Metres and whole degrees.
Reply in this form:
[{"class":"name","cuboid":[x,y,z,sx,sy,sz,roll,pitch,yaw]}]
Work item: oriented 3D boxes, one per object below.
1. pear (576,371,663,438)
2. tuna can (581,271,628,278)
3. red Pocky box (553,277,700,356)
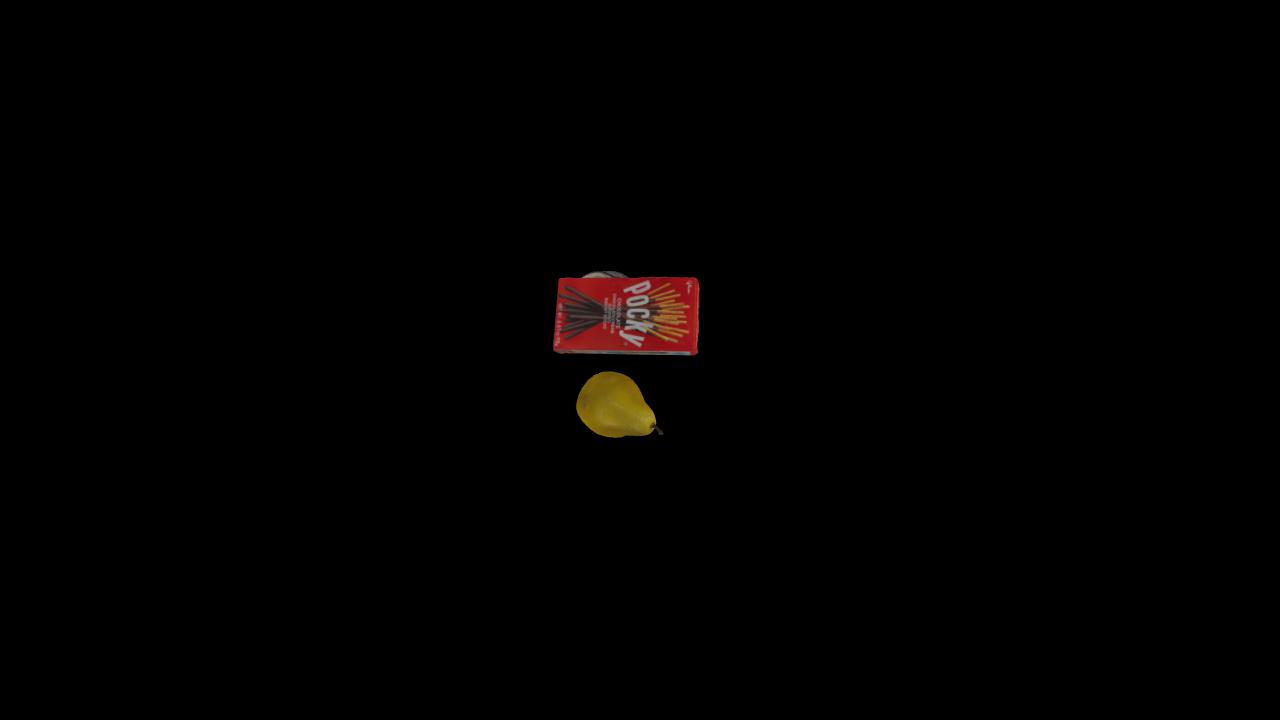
[{"class":"pear","cuboid":[-0.013,0.058,0.688,0.111,0.080,0.080,23,10,24]},{"class":"tuna can","cuboid":[-0.043,-0.064,0.734,0.084,0.084,0.034,0,7,27]},{"class":"red Pocky box","cuboid":[-0.014,-0.048,0.661,0.155,0.083,0.028,1,-12,9]}]
